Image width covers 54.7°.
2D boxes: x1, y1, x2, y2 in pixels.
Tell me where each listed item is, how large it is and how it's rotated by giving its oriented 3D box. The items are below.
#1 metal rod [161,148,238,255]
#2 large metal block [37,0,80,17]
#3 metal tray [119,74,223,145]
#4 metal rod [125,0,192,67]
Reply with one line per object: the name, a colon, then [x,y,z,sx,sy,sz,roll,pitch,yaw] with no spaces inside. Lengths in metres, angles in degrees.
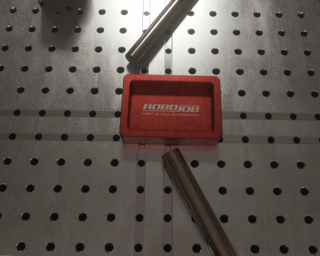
metal rod: [0.081,0.158,0.355,0.025,0.025,0.299,-25,72,-9]
large metal block: [-0.151,-0.231,0.465,0.050,0.080,0.080,20,71,7]
metal tray: [0.015,-0.025,0.418,0.131,0.030,0.090,1,70,0]
metal rod: [0.044,-0.214,0.490,0.025,0.025,0.300,32,73,11]
